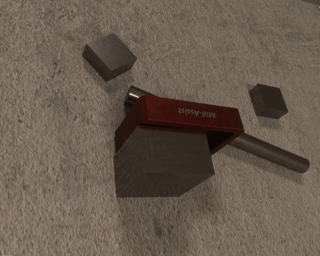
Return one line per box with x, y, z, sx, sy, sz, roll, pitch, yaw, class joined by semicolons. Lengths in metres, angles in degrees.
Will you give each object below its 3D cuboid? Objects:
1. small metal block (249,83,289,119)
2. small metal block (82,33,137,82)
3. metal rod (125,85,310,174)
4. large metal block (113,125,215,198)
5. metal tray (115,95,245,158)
0.187;-0.046;0.535;0.050;0.025;0.050;7;59;-25;small metal block
-0.069;-0.098;0.428;0.050;0.025;0.050;48;51;5;small metal block
0.093;0.008;0.451;0.302;0.025;0.025;21;54;-16;metal rod
0.001;0.041;0.345;0.081;0.080;0.050;6;59;-26;large metal block
0.022;0.005;0.372;0.131;0.090;0.030;6;60;-26;metal tray
